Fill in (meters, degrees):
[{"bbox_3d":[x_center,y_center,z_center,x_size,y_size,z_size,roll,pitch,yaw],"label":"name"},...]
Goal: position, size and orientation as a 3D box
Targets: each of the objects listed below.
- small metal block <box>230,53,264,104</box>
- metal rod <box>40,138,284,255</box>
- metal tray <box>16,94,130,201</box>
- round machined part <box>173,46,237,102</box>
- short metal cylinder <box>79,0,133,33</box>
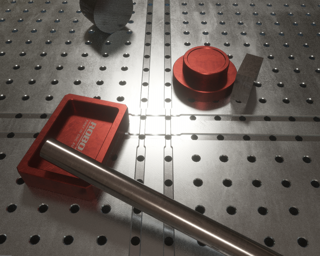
[{"bbox_3d":[0.127,-0.072,0.454,0.025,0.050,0.050,21,53,16],"label":"small metal block"},{"bbox_3d":[0.012,0.085,0.311,0.301,0.025,0.025,25,54,10],"label":"metal rod"},{"bbox_3d":[-0.101,0.018,0.387,0.090,0.030,0.130,12,51,9],"label":"metal tray"},{"bbox_3d":[0.069,-0.089,0.472,0.099,0.042,0.098,0,50,0],"label":"round machined part"},{"bbox_3d":[-0.095,-0.219,0.555,0.081,0.080,0.050,-30,57,-23],"label":"short metal cylinder"}]
